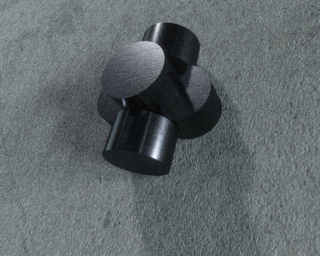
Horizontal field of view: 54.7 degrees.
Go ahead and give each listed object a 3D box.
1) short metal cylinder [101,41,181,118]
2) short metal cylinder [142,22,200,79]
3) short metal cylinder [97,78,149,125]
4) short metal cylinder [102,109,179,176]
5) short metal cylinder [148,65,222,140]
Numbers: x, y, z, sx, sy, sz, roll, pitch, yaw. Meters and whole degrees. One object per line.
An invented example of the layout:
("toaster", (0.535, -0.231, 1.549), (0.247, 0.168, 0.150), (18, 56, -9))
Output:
("short metal cylinder", (-0.021, -0.055, 0.368), (0.080, 0.050, 0.080), (-13, 56, 20))
("short metal cylinder", (0.011, -0.096, 0.423), (0.080, 0.080, 0.050), (0, 62, 28))
("short metal cylinder", (-0.038, -0.032, 0.427), (0.080, 0.050, 0.080), (-13, 56, 20))
("short metal cylinder", (-0.022, 0.020, 0.369), (0.080, 0.080, 0.050), (0, 62, 28))
("short metal cylinder", (0.032, -0.032, 0.391), (0.080, 0.050, 0.080), (-13, 56, 20))
